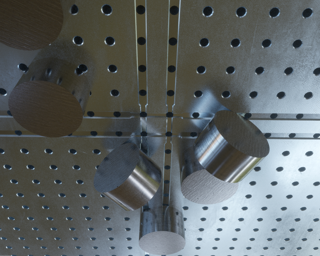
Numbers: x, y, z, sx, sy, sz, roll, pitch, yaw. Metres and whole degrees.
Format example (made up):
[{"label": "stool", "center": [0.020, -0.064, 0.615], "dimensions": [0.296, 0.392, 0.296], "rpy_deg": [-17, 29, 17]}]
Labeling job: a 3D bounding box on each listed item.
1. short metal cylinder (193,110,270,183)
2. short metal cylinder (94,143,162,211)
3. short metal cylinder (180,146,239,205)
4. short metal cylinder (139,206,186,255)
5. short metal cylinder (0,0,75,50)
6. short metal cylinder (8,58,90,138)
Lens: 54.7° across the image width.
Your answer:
[{"label": "short metal cylinder", "center": [0.090, 0.023, 0.396], "dimensions": [0.080, 0.080, 0.050], "rpy_deg": [20, 127, -16]}, {"label": "short metal cylinder", "center": [-0.045, 0.068, 0.433], "dimensions": [0.080, 0.080, 0.050], "rpy_deg": [-28, 125, 22]}, {"label": "short metal cylinder", "center": [0.070, 0.067, 0.453], "dimensions": [0.081, 0.050, 0.079], "rpy_deg": [0, 130, 0]}, {"label": "short metal cylinder", "center": [0.004, 0.183, 0.551], "dimensions": [0.081, 0.050, 0.079], "rpy_deg": [0, 130, 0]}, {"label": "short metal cylinder", "center": [-0.126, -0.121, 0.291], "dimensions": [0.081, 0.050, 0.079], "rpy_deg": [0, 130, 0]}, {"label": "short metal cylinder", "center": [-0.127, -0.035, 0.364], "dimensions": [0.081, 0.050, 0.079], "rpy_deg": [0, 130, 0]}]
